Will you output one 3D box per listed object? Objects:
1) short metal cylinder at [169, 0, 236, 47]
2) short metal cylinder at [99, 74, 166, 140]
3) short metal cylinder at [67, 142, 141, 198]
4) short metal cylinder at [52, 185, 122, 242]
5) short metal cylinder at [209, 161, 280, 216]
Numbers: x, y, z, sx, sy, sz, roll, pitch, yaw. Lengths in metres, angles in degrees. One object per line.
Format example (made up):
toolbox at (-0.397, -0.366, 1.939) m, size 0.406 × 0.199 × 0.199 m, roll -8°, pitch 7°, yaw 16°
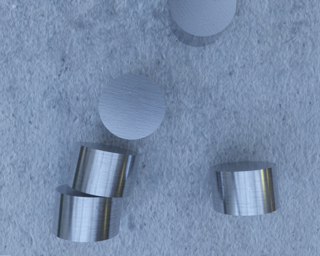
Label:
short metal cylinder at (0.052, -0.150, 0.398) m, size 0.081 × 0.050 × 0.079 m, roll 0°, pitch 90°, yaw -1°
short metal cylinder at (-0.034, -0.026, 0.397) m, size 0.081 × 0.050 × 0.079 m, roll 0°, pitch 90°, yaw -1°
short metal cylinder at (-0.068, 0.049, 0.382) m, size 0.080 × 0.080 × 0.050 m, roll 12°, pitch 90°, yaw -1°
short metal cylinder at (-0.088, 0.101, 0.381) m, size 0.081 × 0.080 × 0.050 m, roll 5°, pitch 90°, yaw -1°
short metal cylinder at (0.104, 0.072, 0.384) m, size 0.081 × 0.080 × 0.050 m, roll -5°, pitch 90°, yaw -1°
